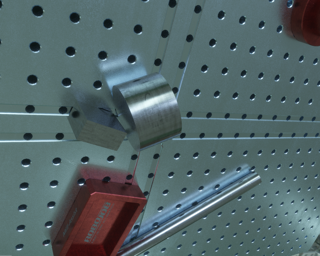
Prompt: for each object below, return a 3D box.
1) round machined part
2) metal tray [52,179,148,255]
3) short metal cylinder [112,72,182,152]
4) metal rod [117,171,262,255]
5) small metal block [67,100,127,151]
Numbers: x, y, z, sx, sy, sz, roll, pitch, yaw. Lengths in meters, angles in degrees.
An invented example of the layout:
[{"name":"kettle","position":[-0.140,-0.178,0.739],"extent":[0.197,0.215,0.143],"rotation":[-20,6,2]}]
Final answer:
[{"name":"round machined part","position":[0.237,-0.162,0.432],"extent":[0.099,0.042,0.097],"rotation":[-14,125,-21]},{"name":"metal tray","position":[-0.087,0.139,0.447],"extent":[0.091,0.030,0.129],"rotation":[17,109,-36]},{"name":"short metal cylinder","position":[-0.016,-0.018,0.357],"extent":[0.050,0.080,0.079],"rotation":[-21,127,-16]},{"name":"metal rod","position":[0.046,0.156,0.535],"extent":[0.302,0.025,0.025],"rotation":[-26,128,-12]},{"name":"small metal block","position":[-0.072,-0.003,0.355],"extent":[0.050,0.050,0.025],"rotation":[20,107,-36]}]
